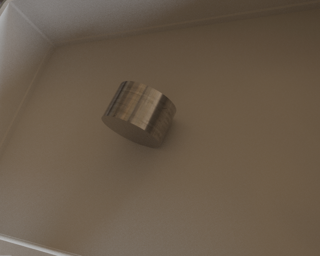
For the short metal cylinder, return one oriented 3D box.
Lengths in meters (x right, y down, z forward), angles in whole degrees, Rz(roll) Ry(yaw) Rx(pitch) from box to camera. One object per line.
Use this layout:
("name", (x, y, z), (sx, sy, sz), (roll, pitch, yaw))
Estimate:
("short metal cylinder", (-0.026, -0.016, 0.392), (0.080, 0.080, 0.050), (14, 69, 33))
